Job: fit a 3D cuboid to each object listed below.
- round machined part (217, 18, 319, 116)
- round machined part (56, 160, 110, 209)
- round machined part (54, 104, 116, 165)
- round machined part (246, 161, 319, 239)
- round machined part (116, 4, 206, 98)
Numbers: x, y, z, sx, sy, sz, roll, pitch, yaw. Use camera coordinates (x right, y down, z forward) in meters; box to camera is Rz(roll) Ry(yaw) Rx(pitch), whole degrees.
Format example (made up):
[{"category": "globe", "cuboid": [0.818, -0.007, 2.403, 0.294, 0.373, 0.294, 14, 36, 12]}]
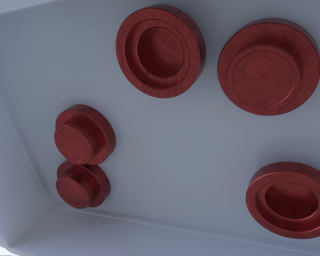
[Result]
[{"category": "round machined part", "cuboid": [0.105, -0.055, 0.308, 0.098, 0.042, 0.097, 13, 124, 21]}, {"category": "round machined part", "cuboid": [-0.138, 0.100, 0.532, 0.098, 0.042, 0.097, 13, 124, 21]}, {"category": "round machined part", "cuboid": [-0.120, 0.017, 0.472, 0.098, 0.042, 0.097, 13, 124, 21]}, {"category": "round machined part", "cuboid": [0.155, 0.080, 0.365, 0.098, 0.042, 0.097, 13, 124, 21]}, {"category": "round machined part", "cuboid": [0.004, -0.086, 0.342, 0.098, 0.042, 0.097, 13, 124, 21]}]
